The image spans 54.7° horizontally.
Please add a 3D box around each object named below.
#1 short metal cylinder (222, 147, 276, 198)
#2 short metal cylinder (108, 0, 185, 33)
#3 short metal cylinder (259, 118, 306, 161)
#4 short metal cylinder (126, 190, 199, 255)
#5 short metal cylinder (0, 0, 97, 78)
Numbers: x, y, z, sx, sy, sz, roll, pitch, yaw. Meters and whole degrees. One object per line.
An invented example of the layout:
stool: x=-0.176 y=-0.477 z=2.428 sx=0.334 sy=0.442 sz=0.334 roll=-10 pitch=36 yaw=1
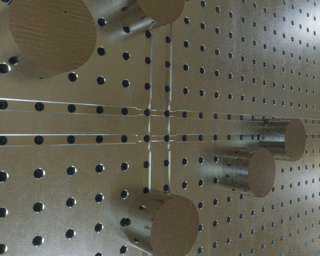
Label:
short metal cylinder: x=0.149 y=0.072 z=0.517 sx=0.081 sy=0.050 sz=0.079 roll=0 pitch=90 yaw=-40
short metal cylinder: x=-0.016 y=-0.162 z=0.379 sx=0.081 sy=0.050 sz=0.079 roll=0 pitch=91 yaw=-40
short metal cylinder: x=0.234 y=0.022 z=0.588 sx=0.081 sy=0.050 sz=0.079 roll=0 pitch=90 yaw=-40
short metal cylinder: x=0.004 y=0.123 z=0.396 sx=0.081 sy=0.050 sz=0.079 roll=0 pitch=90 yaw=-40
short metal cylinder: x=-0.110 y=-0.091 z=0.300 sx=0.081 sy=0.050 sz=0.079 roll=0 pitch=90 yaw=-40
